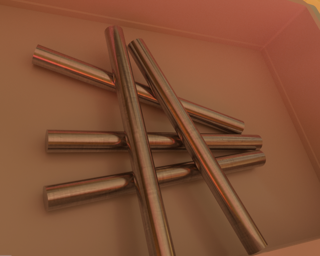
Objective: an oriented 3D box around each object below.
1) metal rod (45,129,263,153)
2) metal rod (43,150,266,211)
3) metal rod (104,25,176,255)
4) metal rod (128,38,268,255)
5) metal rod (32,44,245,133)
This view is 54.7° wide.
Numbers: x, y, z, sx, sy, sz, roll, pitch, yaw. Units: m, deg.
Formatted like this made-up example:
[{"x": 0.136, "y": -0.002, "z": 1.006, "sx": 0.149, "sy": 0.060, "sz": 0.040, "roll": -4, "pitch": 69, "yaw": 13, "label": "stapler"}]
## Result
[{"x": 0.013, "y": 0.018, "z": 0.401, "sx": 0.303, "sy": 0.025, "sz": 0.025, "roll": 2, "pitch": 61, "yaw": -28, "label": "metal rod"}, {"x": 0.017, "y": 0.057, "z": 0.380, "sx": 0.303, "sy": 0.025, "sz": 0.025, "roll": -5, "pitch": 65, "yaw": -31, "label": "metal rod"}, {"x": -0.028, "y": 0.002, "z": 0.355, "sx": 0.025, "sy": 0.025, "sz": 0.299, "roll": 0, "pitch": 62, "yaw": -29, "label": "metal rod"}, {"x": 0.038, "y": 0.011, "z": 0.387, "sx": 0.025, "sy": 0.025, "sz": 0.299, "roll": -19, "pitch": 72, "yaw": -36, "label": "metal rod"}, {"x": -0.016, "y": -0.045, "z": 0.423, "sx": 0.302, "sy": 0.025, "sz": 0.025, "roll": 18, "pitch": 55, "yaw": -18, "label": "metal rod"}]
